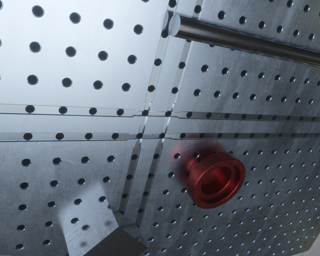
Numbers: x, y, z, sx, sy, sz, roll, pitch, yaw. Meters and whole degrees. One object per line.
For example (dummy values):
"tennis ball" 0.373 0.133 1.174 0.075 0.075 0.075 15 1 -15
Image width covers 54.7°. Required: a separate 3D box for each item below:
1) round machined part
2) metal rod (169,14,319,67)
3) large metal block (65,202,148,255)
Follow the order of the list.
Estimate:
"round machined part" 0.085 0.079 0.498 0.099 0.042 0.097 -14 125 -21
"metal rod" 0.147 -0.111 0.425 0.303 0.025 0.025 2 117 -30
"large metal block" -0.078 0.170 0.459 0.080 0.050 0.080 -39 130 -2
